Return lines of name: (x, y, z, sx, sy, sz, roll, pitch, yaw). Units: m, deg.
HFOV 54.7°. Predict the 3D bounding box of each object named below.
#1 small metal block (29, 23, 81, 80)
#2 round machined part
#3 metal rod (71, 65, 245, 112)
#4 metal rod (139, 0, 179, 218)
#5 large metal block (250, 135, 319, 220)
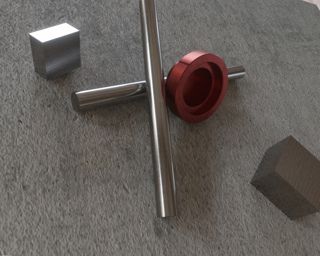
small metal block: (-0.125, -0.093, 0.374, 0.025, 0.050, 0.050, 34, 47, 24)
round machined part: (0.046, -0.059, 0.433, 0.099, 0.097, 0.042, -16, 32, -35)
metal rod: (0.019, -0.065, 0.454, 0.303, 0.025, 0.025, -16, 70, -35)
metal rod: (-0.004, -0.040, 0.398, 0.025, 0.025, 0.299, 4, 69, -27)
large metal block: (0.191, 0.071, 0.450, 0.080, 0.050, 0.080, 42, 51, 0)
